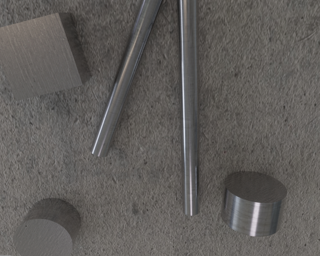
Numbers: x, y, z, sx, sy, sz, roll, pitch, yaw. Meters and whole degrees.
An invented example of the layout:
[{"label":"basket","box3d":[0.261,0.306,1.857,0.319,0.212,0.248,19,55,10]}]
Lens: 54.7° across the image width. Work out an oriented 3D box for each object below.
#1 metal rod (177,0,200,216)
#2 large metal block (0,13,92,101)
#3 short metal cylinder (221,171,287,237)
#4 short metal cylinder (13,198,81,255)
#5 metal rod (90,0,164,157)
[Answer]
[{"label":"metal rod","box3d":[0.039,-0.018,0.403,0.025,0.025,0.298,-3,110,1]},{"label":"large metal block","box3d":[-0.136,-0.085,0.364,0.080,0.050,0.080,-13,110,4]},{"label":"short metal cylinder","box3d":[0.125,0.100,0.419,0.081,0.080,0.050,1,110,-1]},{"label":"short metal cylinder","box3d":[-0.161,0.150,0.450,0.081,0.050,0.079,0,110,0]},{"label":"metal rod","box3d":[-0.029,-0.098,0.373,0.025,0.025,0.298,20,109,-7]}]
